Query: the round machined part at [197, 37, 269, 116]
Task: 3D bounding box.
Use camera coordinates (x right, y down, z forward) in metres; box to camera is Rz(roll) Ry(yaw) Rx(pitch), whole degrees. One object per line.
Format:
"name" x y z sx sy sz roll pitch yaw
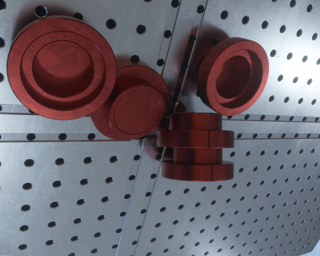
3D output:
"round machined part" 0.089 -0.068 0.402 0.099 0.042 0.097 -13 120 -24

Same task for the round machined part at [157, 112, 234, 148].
"round machined part" 0.045 0.003 0.399 0.099 0.098 0.042 2 88 -29

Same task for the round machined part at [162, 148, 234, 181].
"round machined part" 0.052 0.046 0.429 0.099 0.098 0.042 2 88 -29

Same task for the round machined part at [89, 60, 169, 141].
"round machined part" -0.033 -0.027 0.365 0.099 0.042 0.097 -14 124 -21

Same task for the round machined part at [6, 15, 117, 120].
"round machined part" -0.095 -0.060 0.306 0.099 0.042 0.097 -10 119 -18
